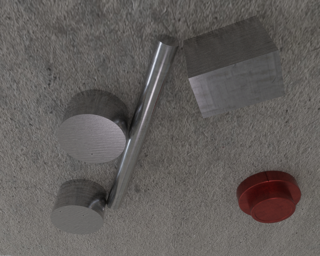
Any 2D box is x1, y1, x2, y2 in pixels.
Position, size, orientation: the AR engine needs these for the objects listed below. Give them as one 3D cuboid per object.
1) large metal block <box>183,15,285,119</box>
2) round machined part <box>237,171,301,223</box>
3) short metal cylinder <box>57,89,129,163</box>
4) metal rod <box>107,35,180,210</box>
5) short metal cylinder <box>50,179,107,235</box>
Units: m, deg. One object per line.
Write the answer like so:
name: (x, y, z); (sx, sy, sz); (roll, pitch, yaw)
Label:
large metal block: (0.072, -0.064, 0.318); (0.080, 0.080, 0.050); (-16, 128, 13)
round machined part: (0.176, 0.116, 0.497); (0.099, 0.042, 0.097); (0, 130, 0)
short metal cylinder: (-0.081, -0.001, 0.389); (0.081, 0.050, 0.079); (0, 130, 0)
metal rod: (-0.034, 0.016, 0.420); (0.025, 0.025, 0.298); (13, 129, -11)
short metal cylinder: (-0.128, 0.127, 0.498); (0.081, 0.050, 0.079); (0, 130, 0)
